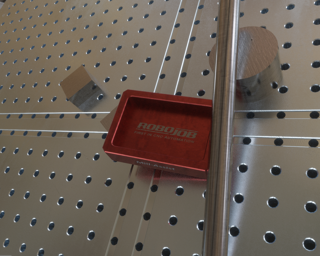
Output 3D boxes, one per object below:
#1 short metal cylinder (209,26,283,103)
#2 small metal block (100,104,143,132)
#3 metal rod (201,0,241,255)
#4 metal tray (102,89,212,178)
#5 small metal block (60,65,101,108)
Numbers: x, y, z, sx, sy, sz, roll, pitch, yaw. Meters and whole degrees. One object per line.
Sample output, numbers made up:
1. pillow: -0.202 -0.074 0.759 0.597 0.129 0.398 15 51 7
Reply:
1. short metal cylinder: 0.107 -0.078 0.384 0.080 0.050 0.080 -13 56 21
2. small metal block: -0.049 -0.006 0.438 0.050 0.025 0.050 -43 51 -1
3. metal rod: 0.067 -0.013 0.332 0.025 0.025 0.299 -1 76 28
4. metal tray: 0.006 0.004 0.379 0.130 0.030 0.090 9 65 17
5. small metal block: -0.135 -0.071 0.523 0.050 0.025 0.050 -39 51 2
